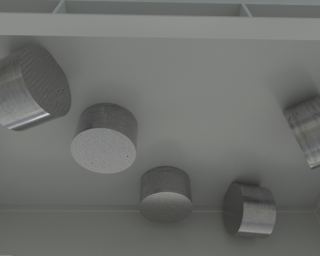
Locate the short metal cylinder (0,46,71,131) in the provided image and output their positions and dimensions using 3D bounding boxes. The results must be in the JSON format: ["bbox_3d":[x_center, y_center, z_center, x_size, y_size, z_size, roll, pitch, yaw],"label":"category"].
[{"bbox_3d":[-0.142,-0.042,0.335,0.050,0.080,0.080,-19,128,15],"label":"short metal cylinder"}]

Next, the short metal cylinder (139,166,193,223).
[{"bbox_3d":[0.009,0.104,0.482,0.081,0.050,0.079,0,130,0],"label":"short metal cylinder"}]

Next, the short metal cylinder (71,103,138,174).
[{"bbox_3d":[-0.070,0.014,0.404,0.081,0.050,0.079,0,130,0],"label":"short metal cylinder"}]

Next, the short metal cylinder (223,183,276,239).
[{"bbox_3d":[0.138,0.129,0.486,0.050,0.080,0.079,9,130,-8],"label":"short metal cylinder"}]

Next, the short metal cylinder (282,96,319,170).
[{"bbox_3d":[0.193,0.005,0.380,0.050,0.080,0.080,-27,125,21],"label":"short metal cylinder"}]
